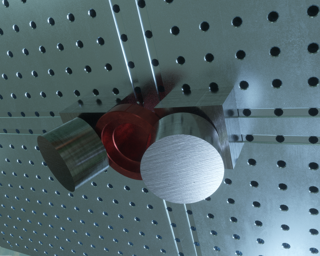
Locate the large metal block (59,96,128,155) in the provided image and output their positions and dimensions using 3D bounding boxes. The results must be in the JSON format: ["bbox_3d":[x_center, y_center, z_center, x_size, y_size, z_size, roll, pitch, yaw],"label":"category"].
[{"bbox_3d":[-0.083,0.003,0.441,0.080,0.050,0.080,1,119,28],"label":"large metal block"}]

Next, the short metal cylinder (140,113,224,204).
[{"bbox_3d":[0.023,0.030,0.320,0.080,0.050,0.079,2,116,5],"label":"short metal cylinder"}]

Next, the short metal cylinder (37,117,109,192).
[{"bbox_3d":[-0.110,0.033,0.392,0.080,0.050,0.079,32,140,33],"label":"short metal cylinder"}]

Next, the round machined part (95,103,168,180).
[{"bbox_3d":[-0.028,0.013,0.385,0.098,0.042,0.097,13,124,21],"label":"round machined part"}]

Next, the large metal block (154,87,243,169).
[{"bbox_3d":[0.048,0.000,0.369,0.080,0.050,0.080,-1,118,28],"label":"large metal block"}]
